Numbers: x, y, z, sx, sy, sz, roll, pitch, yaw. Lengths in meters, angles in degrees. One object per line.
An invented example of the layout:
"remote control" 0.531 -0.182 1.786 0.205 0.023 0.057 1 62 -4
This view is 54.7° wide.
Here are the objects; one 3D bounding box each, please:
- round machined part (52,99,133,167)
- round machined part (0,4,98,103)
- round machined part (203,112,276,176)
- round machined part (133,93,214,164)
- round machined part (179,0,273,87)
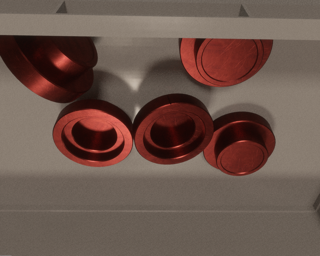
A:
"round machined part" -0.082 0.002 0.398 0.099 0.042 0.097 0 130 0
"round machined part" -0.098 -0.076 0.295 0.042 0.098 0.098 -30 124 23
"round machined part" 0.108 0.028 0.424 0.099 0.042 0.097 -1 130 0
"round machined part" 0.014 -0.003 0.389 0.099 0.042 0.097 -7 130 -8
"round machined part" 0.070 -0.084 0.328 0.099 0.042 0.097 -1 130 0
